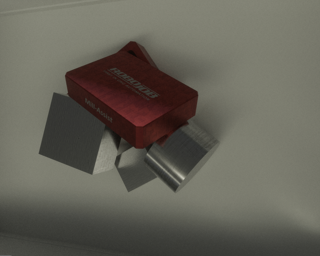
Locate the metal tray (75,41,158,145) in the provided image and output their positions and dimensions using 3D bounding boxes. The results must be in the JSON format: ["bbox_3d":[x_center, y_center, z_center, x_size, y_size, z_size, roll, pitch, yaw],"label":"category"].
[{"bbox_3d":[-0.057,-0.043,0.425,0.130,0.030,0.090,-35,79,16],"label":"metal tray"}]

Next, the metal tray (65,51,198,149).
[{"bbox_3d":[-0.034,-0.039,0.354,0.130,0.091,0.030,35,140,31],"label":"metal tray"}]

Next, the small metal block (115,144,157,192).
[{"bbox_3d":[-0.028,0.051,0.418,0.050,0.025,0.050,-30,80,17],"label":"small metal block"}]

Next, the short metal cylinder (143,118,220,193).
[{"bbox_3d":[0.026,0.031,0.370,0.050,0.080,0.080,41,103,15],"label":"short metal cylinder"}]

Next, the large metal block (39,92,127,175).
[{"bbox_3d":[-0.096,0.005,0.394,0.080,0.050,0.080,17,96,18],"label":"large metal block"}]
